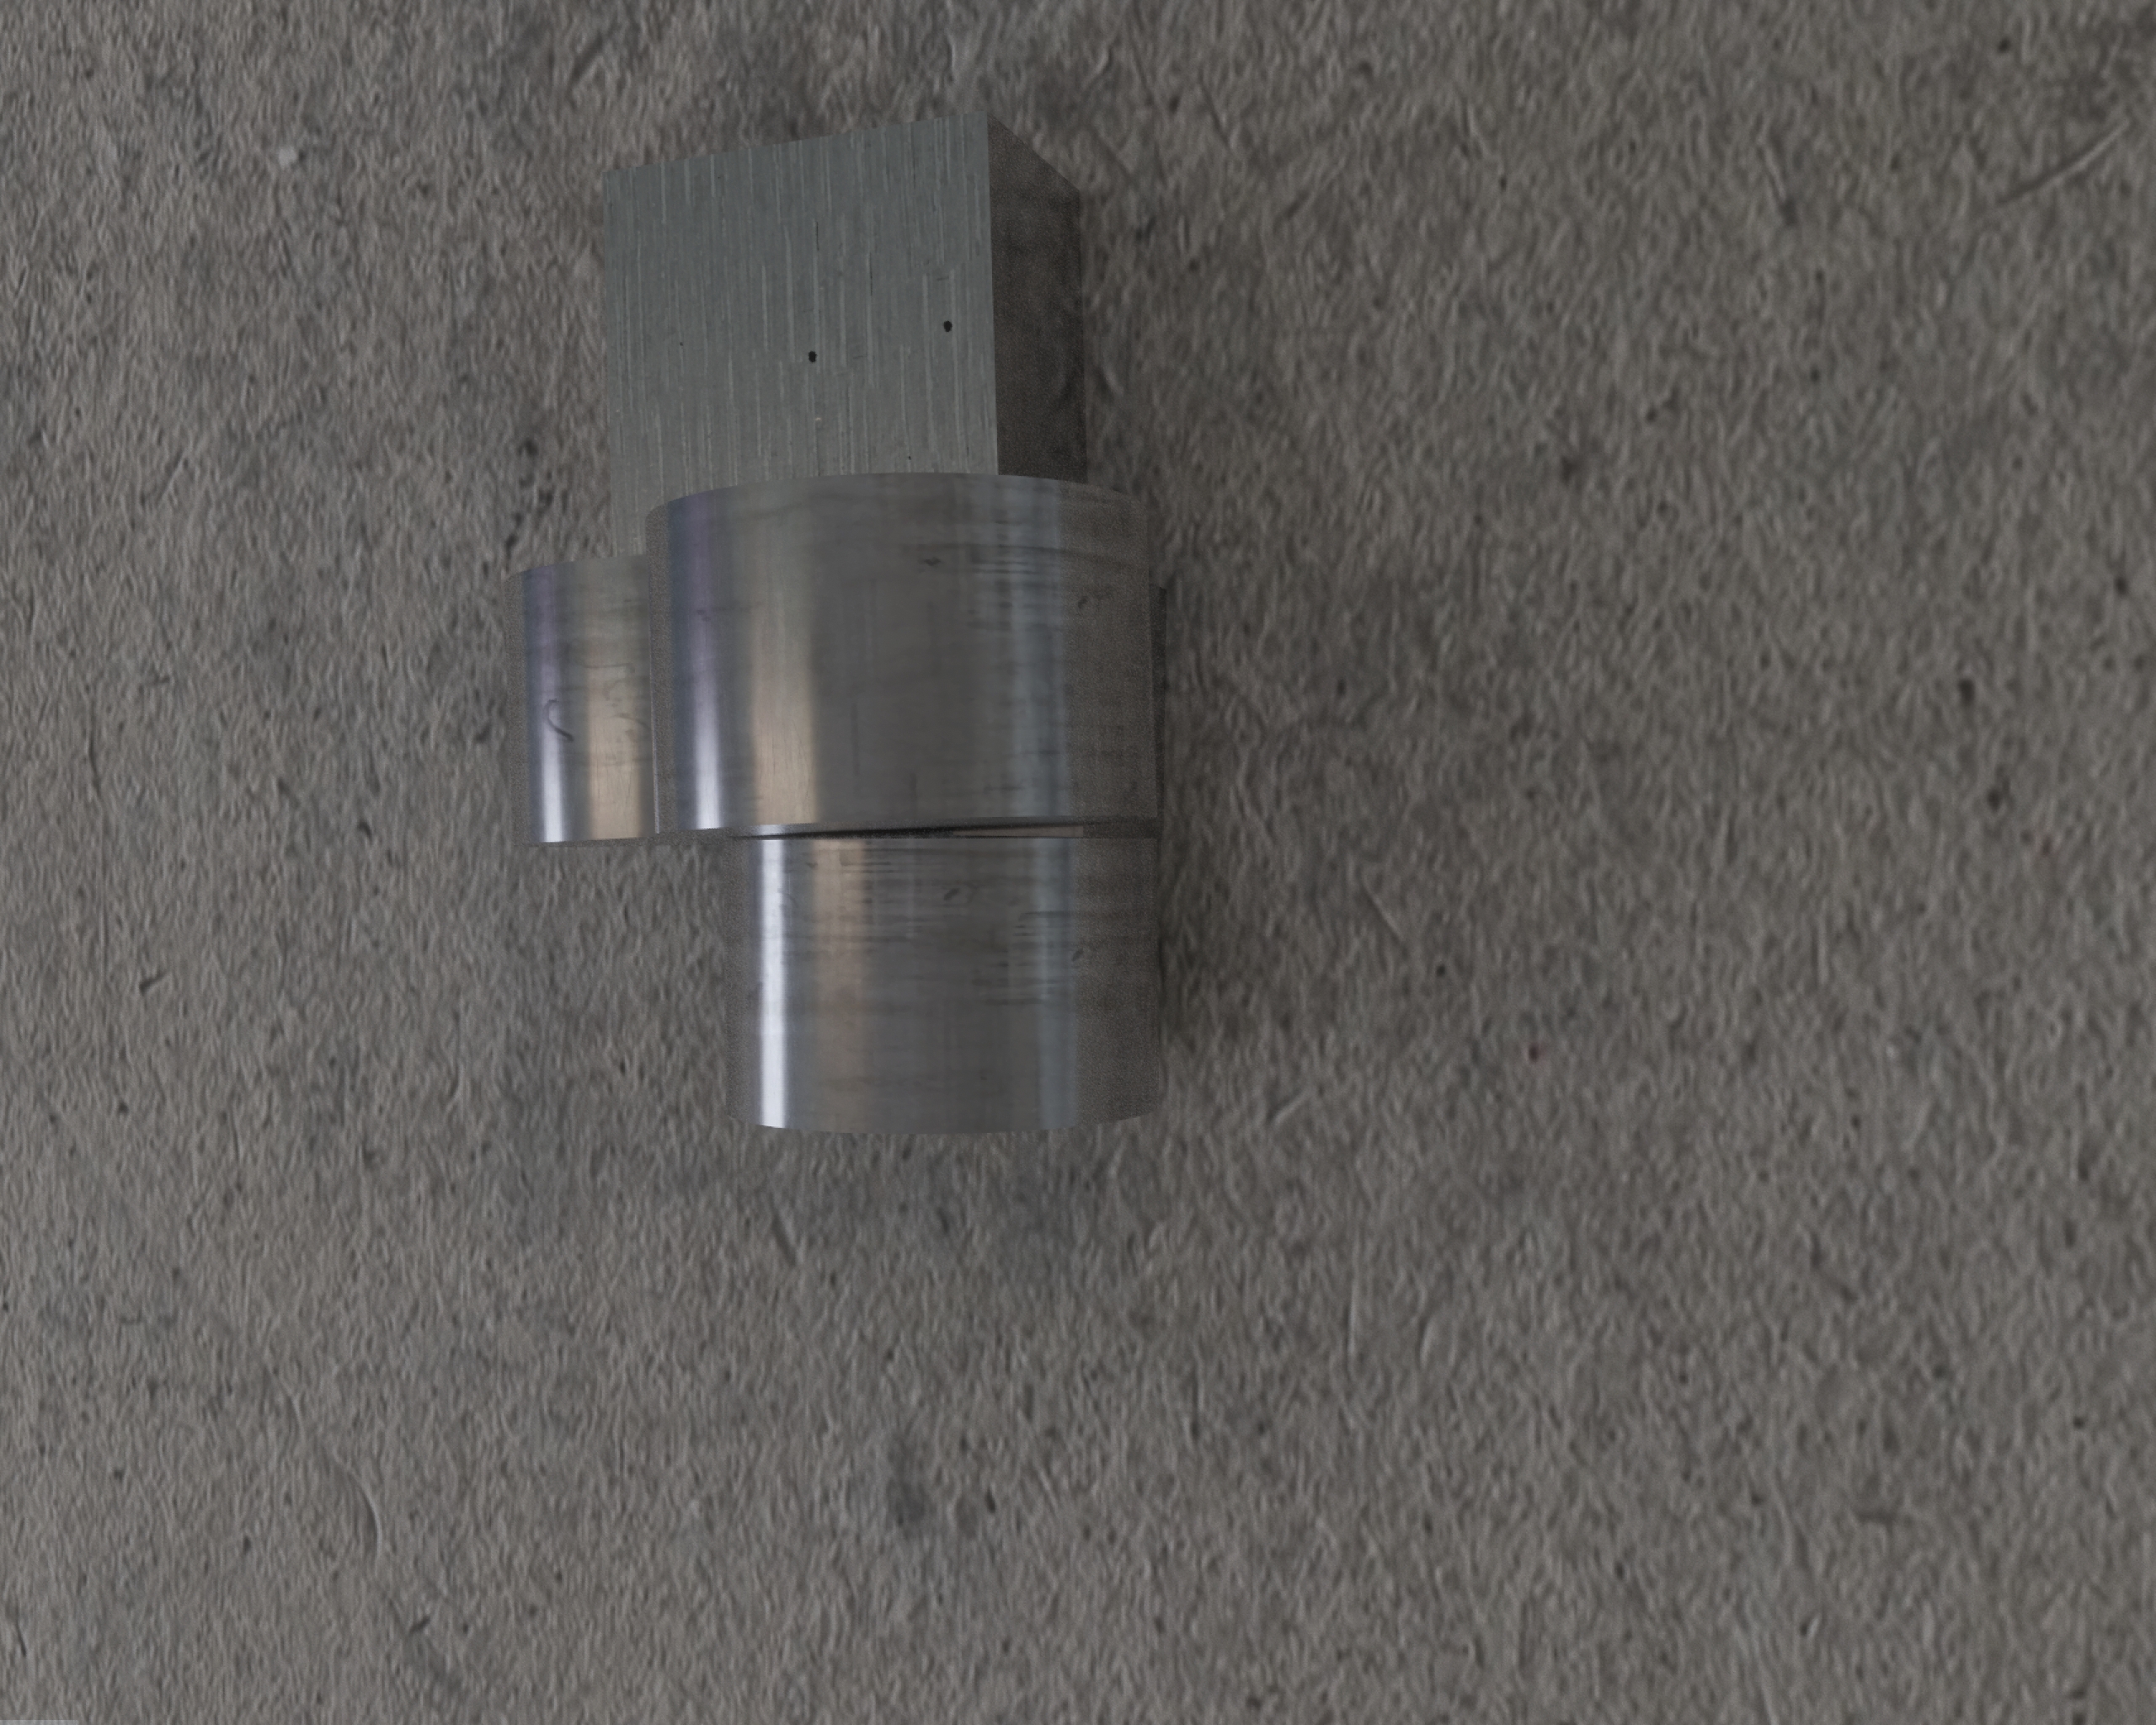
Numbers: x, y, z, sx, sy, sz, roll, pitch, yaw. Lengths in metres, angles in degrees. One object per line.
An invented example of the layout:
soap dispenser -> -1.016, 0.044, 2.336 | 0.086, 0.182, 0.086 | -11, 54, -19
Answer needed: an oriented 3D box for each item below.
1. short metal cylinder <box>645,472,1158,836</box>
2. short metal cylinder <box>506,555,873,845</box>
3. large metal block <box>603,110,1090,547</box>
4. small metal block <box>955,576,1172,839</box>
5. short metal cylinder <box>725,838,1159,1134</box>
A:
short metal cylinder -> -0.028, -0.031, 0.338 | 0.080, 0.080, 0.050 | -2, 89, 20
short metal cylinder -> -0.069, -0.029, 0.406 | 0.080, 0.080, 0.050 | -2, 89, 20
large metal block -> -0.044, -0.095, 0.413 | 0.080, 0.050, 0.080 | -2, 89, 20
small metal block -> -0.002, -0.030, 0.400 | 0.025, 0.050, 0.050 | 1, 91, 20
short metal cylinder -> -0.025, 0.021, 0.390 | 0.080, 0.080, 0.050 | 0, 90, 20
